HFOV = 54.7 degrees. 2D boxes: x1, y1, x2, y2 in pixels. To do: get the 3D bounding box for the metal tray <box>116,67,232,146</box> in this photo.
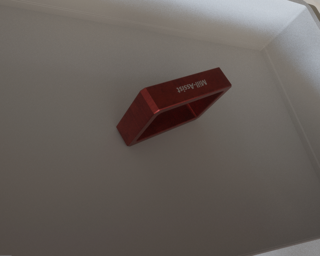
[{"bbox_3d":[0.018,-0.027,0.392,0.131,0.090,0.030,-21,74,-36],"label":"metal tray"}]
